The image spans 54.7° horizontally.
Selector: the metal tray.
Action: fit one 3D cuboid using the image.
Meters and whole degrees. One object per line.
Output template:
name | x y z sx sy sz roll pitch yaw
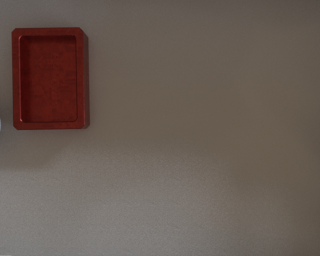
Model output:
metal tray | -0.142 -0.063 0.406 0.091 0.030 0.129 -1 90 -1
